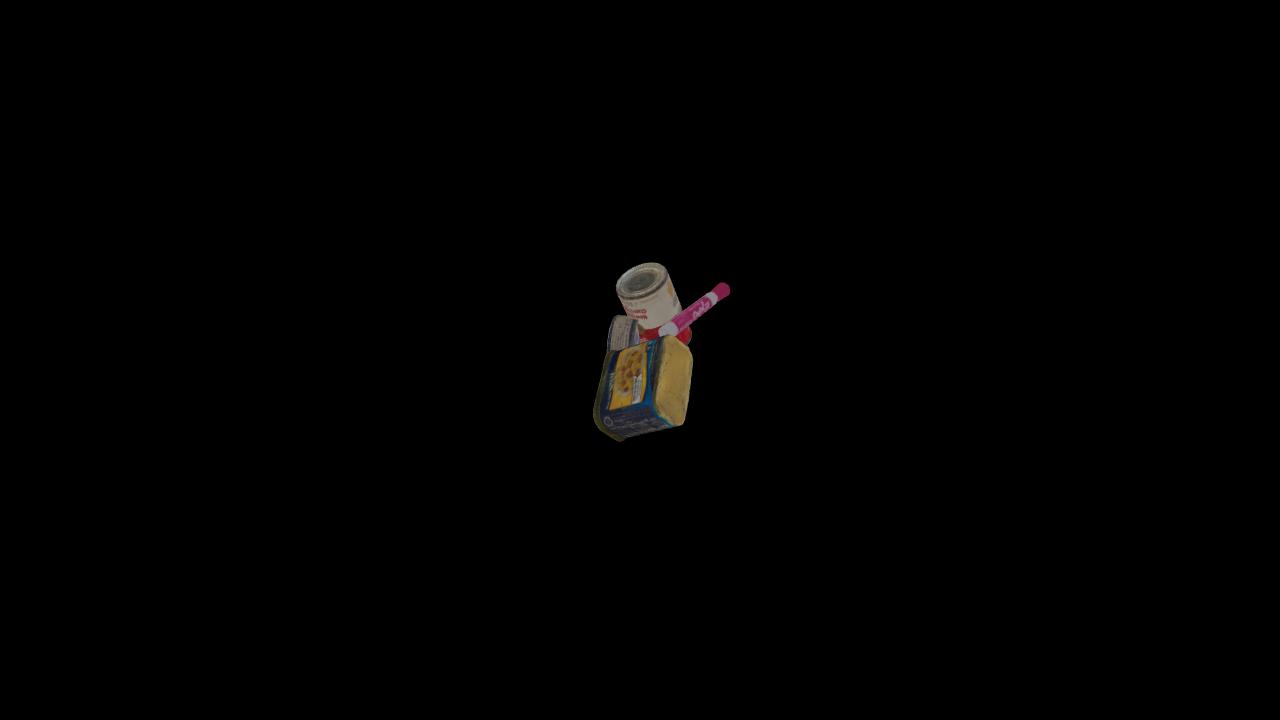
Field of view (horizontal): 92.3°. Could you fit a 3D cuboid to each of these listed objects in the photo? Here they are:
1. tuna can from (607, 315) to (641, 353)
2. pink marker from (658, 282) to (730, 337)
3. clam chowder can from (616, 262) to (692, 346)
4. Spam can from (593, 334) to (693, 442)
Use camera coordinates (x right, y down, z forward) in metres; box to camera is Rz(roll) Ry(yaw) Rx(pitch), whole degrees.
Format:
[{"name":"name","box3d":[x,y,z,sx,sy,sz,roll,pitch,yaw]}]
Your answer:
[{"name":"tuna can","box3d":[-0.016,-0.014,0.758,0.034,0.084,0.084,3,1,11]},{"name":"pink marker","box3d":[0.068,-0.060,0.734,0.121,0.020,0.020,-38,23,-32]},{"name":"clam chowder can","box3d":[0.018,-0.061,0.760,0.068,0.102,0.068,-15,40,13]},{"name":"Spam can","box3d":[0.005,0.029,0.657,0.085,0.101,0.058,-18,-41,38]}]
